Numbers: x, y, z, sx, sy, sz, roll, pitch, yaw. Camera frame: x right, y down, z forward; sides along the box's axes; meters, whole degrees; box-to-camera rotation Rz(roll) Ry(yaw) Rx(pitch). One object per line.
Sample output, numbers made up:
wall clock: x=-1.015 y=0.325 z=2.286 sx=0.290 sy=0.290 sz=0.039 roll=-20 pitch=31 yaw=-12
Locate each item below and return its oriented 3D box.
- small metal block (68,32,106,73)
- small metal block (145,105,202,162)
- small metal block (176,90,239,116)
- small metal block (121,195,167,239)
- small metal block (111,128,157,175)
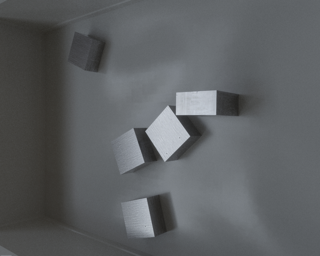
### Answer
small metal block: x=-0.120 y=-0.123 z=0.503 sx=0.050 sy=0.025 sz=0.050 roll=31 pitch=109 yaw=35
small metal block: x=0.016 y=0.007 z=0.392 sx=0.050 sy=0.025 sz=0.050 roll=-48 pitch=62 yaw=29
small metal block: x=0.053 y=-0.026 z=0.345 sx=0.050 sy=0.050 sz=0.025 roll=2 pitch=91 yaw=39
small metal block: x=-0.023 y=0.122 z=0.423 sx=0.050 sy=0.025 sz=0.050 roll=-20 pitch=77 yaw=38
small metal block: x=-0.038 y=0.033 z=0.436 sx=0.050 sy=0.025 sz=0.050 roll=-30 pitch=72 yaw=35
